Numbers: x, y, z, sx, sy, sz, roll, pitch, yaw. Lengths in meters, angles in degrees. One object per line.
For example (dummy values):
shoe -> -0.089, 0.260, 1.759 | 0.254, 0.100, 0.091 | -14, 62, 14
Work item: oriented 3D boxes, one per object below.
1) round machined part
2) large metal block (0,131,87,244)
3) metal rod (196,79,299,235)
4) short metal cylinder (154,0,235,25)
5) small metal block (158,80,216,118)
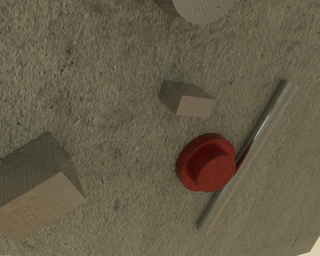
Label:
round machined part -> 0.077, 0.060, 0.477 | 0.099, 0.042, 0.097 | -14, 125, -21
large metal block -> -0.136, 0.060, 0.335 | 0.080, 0.080, 0.050 | -32, 129, -8
metal rod -> 0.140, 0.058, 0.521 | 0.025, 0.025, 0.298 | 14, 111, -34
short metal cylinder -> 0.035, -0.152, 0.317 | 0.081, 0.050, 0.079 | -14, 125, -21
small metal block -> 0.033, -0.037, 0.388 | 0.050, 0.050, 0.025 | 4, 117, -31
